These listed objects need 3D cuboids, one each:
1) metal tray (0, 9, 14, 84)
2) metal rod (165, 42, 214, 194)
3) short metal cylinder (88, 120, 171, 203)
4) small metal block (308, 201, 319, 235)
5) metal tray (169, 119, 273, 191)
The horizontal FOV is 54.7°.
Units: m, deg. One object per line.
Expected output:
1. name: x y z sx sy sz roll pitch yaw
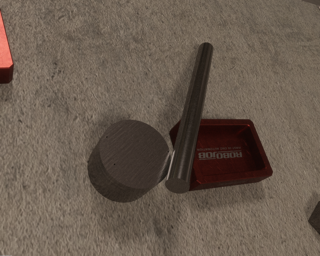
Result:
1. metal tray: -0.225 -0.109 0.346 0.091 0.030 0.130 -9 66 -32
2. metal rod: 0.048 -0.039 0.422 0.025 0.025 0.301 29 42 -10
3. short metal cylinder: -0.035 0.037 0.347 0.081 0.050 0.080 14 56 -21
4. small metal block: 0.255 0.139 0.459 0.050 0.025 0.050 -35 82 -39
5. metal tray: 0.085 0.033 0.428 0.131 0.030 0.090 -1 62 -29
